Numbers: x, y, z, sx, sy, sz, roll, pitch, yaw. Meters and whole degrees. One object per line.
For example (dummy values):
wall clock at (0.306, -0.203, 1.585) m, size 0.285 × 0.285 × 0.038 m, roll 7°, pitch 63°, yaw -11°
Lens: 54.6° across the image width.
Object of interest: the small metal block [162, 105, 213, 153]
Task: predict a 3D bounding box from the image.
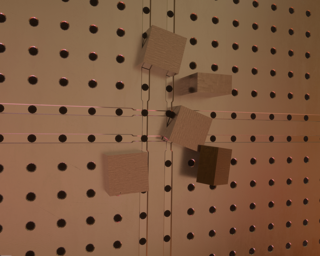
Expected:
small metal block at (0.038, 0.002, 0.426) m, size 0.050 × 0.025 × 0.050 m, roll 22°, pitch 83°, yaw -19°

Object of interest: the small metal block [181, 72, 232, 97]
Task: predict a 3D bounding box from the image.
small metal block at (0.062, -0.058, 0.422) m, size 0.050 × 0.050 × 0.025 m, roll 1°, pitch 90°, yaw -20°

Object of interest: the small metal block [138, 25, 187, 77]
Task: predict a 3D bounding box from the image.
small metal block at (0.003, -0.102, 0.413) m, size 0.050 × 0.025 × 0.050 m, roll 15°, pitch 85°, yaw -20°

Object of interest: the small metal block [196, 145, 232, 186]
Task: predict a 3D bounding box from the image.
small metal block at (0.076, 0.051, 0.427) m, size 0.050 × 0.025 × 0.050 m, roll 12°, pitch 85°, yaw -56°

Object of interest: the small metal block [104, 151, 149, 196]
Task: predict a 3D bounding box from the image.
small metal block at (-0.043, 0.057, 0.397) m, size 0.050 × 0.025 × 0.050 m, roll -4°, pitch 91°, yaw -20°
